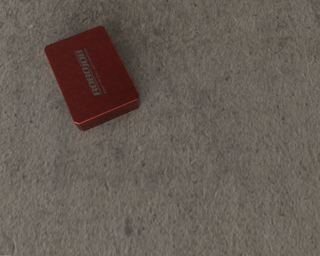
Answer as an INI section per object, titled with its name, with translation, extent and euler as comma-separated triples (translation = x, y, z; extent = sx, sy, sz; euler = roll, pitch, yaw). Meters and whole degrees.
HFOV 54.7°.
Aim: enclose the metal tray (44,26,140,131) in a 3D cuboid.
[metal tray]
translation = -0.094, -0.071, 0.430
extent = 0.091, 0.030, 0.130
euler = -24, 72, -9
